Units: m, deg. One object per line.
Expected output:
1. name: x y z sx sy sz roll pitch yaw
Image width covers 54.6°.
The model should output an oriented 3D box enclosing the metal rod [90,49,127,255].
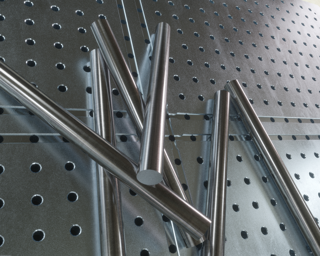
1. metal rod: -0.061 0.031 0.355 0.025 0.025 0.299 5 60 -26

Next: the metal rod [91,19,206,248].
1. metal rod: -0.020 -0.003 0.381 0.025 0.025 0.299 -16 76 -34

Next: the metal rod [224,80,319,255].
1. metal rod: 0.173 0.057 0.465 0.025 0.025 0.299 -10 67 -32

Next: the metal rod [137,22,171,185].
1. metal rod: -0.002 -0.058 0.403 0.025 0.025 0.300 21 42 -16

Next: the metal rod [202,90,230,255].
1. metal rod: 0.075 0.069 0.405 0.025 0.025 0.300 22 54 -15

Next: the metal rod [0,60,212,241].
1. metal rod: -0.076 0.015 0.330 0.300 0.025 0.025 36 51 7
